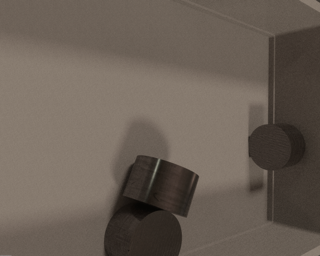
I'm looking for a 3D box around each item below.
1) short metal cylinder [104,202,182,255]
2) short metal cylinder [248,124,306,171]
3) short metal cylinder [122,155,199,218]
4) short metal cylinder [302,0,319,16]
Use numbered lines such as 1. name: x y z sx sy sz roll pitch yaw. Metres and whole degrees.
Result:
1. short metal cylinder: -0.020 0.135 0.376 0.081 0.050 0.079 0 90 -40
2. short metal cylinder: 0.205 0.032 0.547 0.050 0.080 0.079 -3 92 -40
3. short metal cylinder: 0.001 0.071 0.374 0.080 0.080 0.050 31 71 -36
4. short metal cylinder: 0.361 -0.296 0.680 0.080 0.080 0.050 44 64 -32
